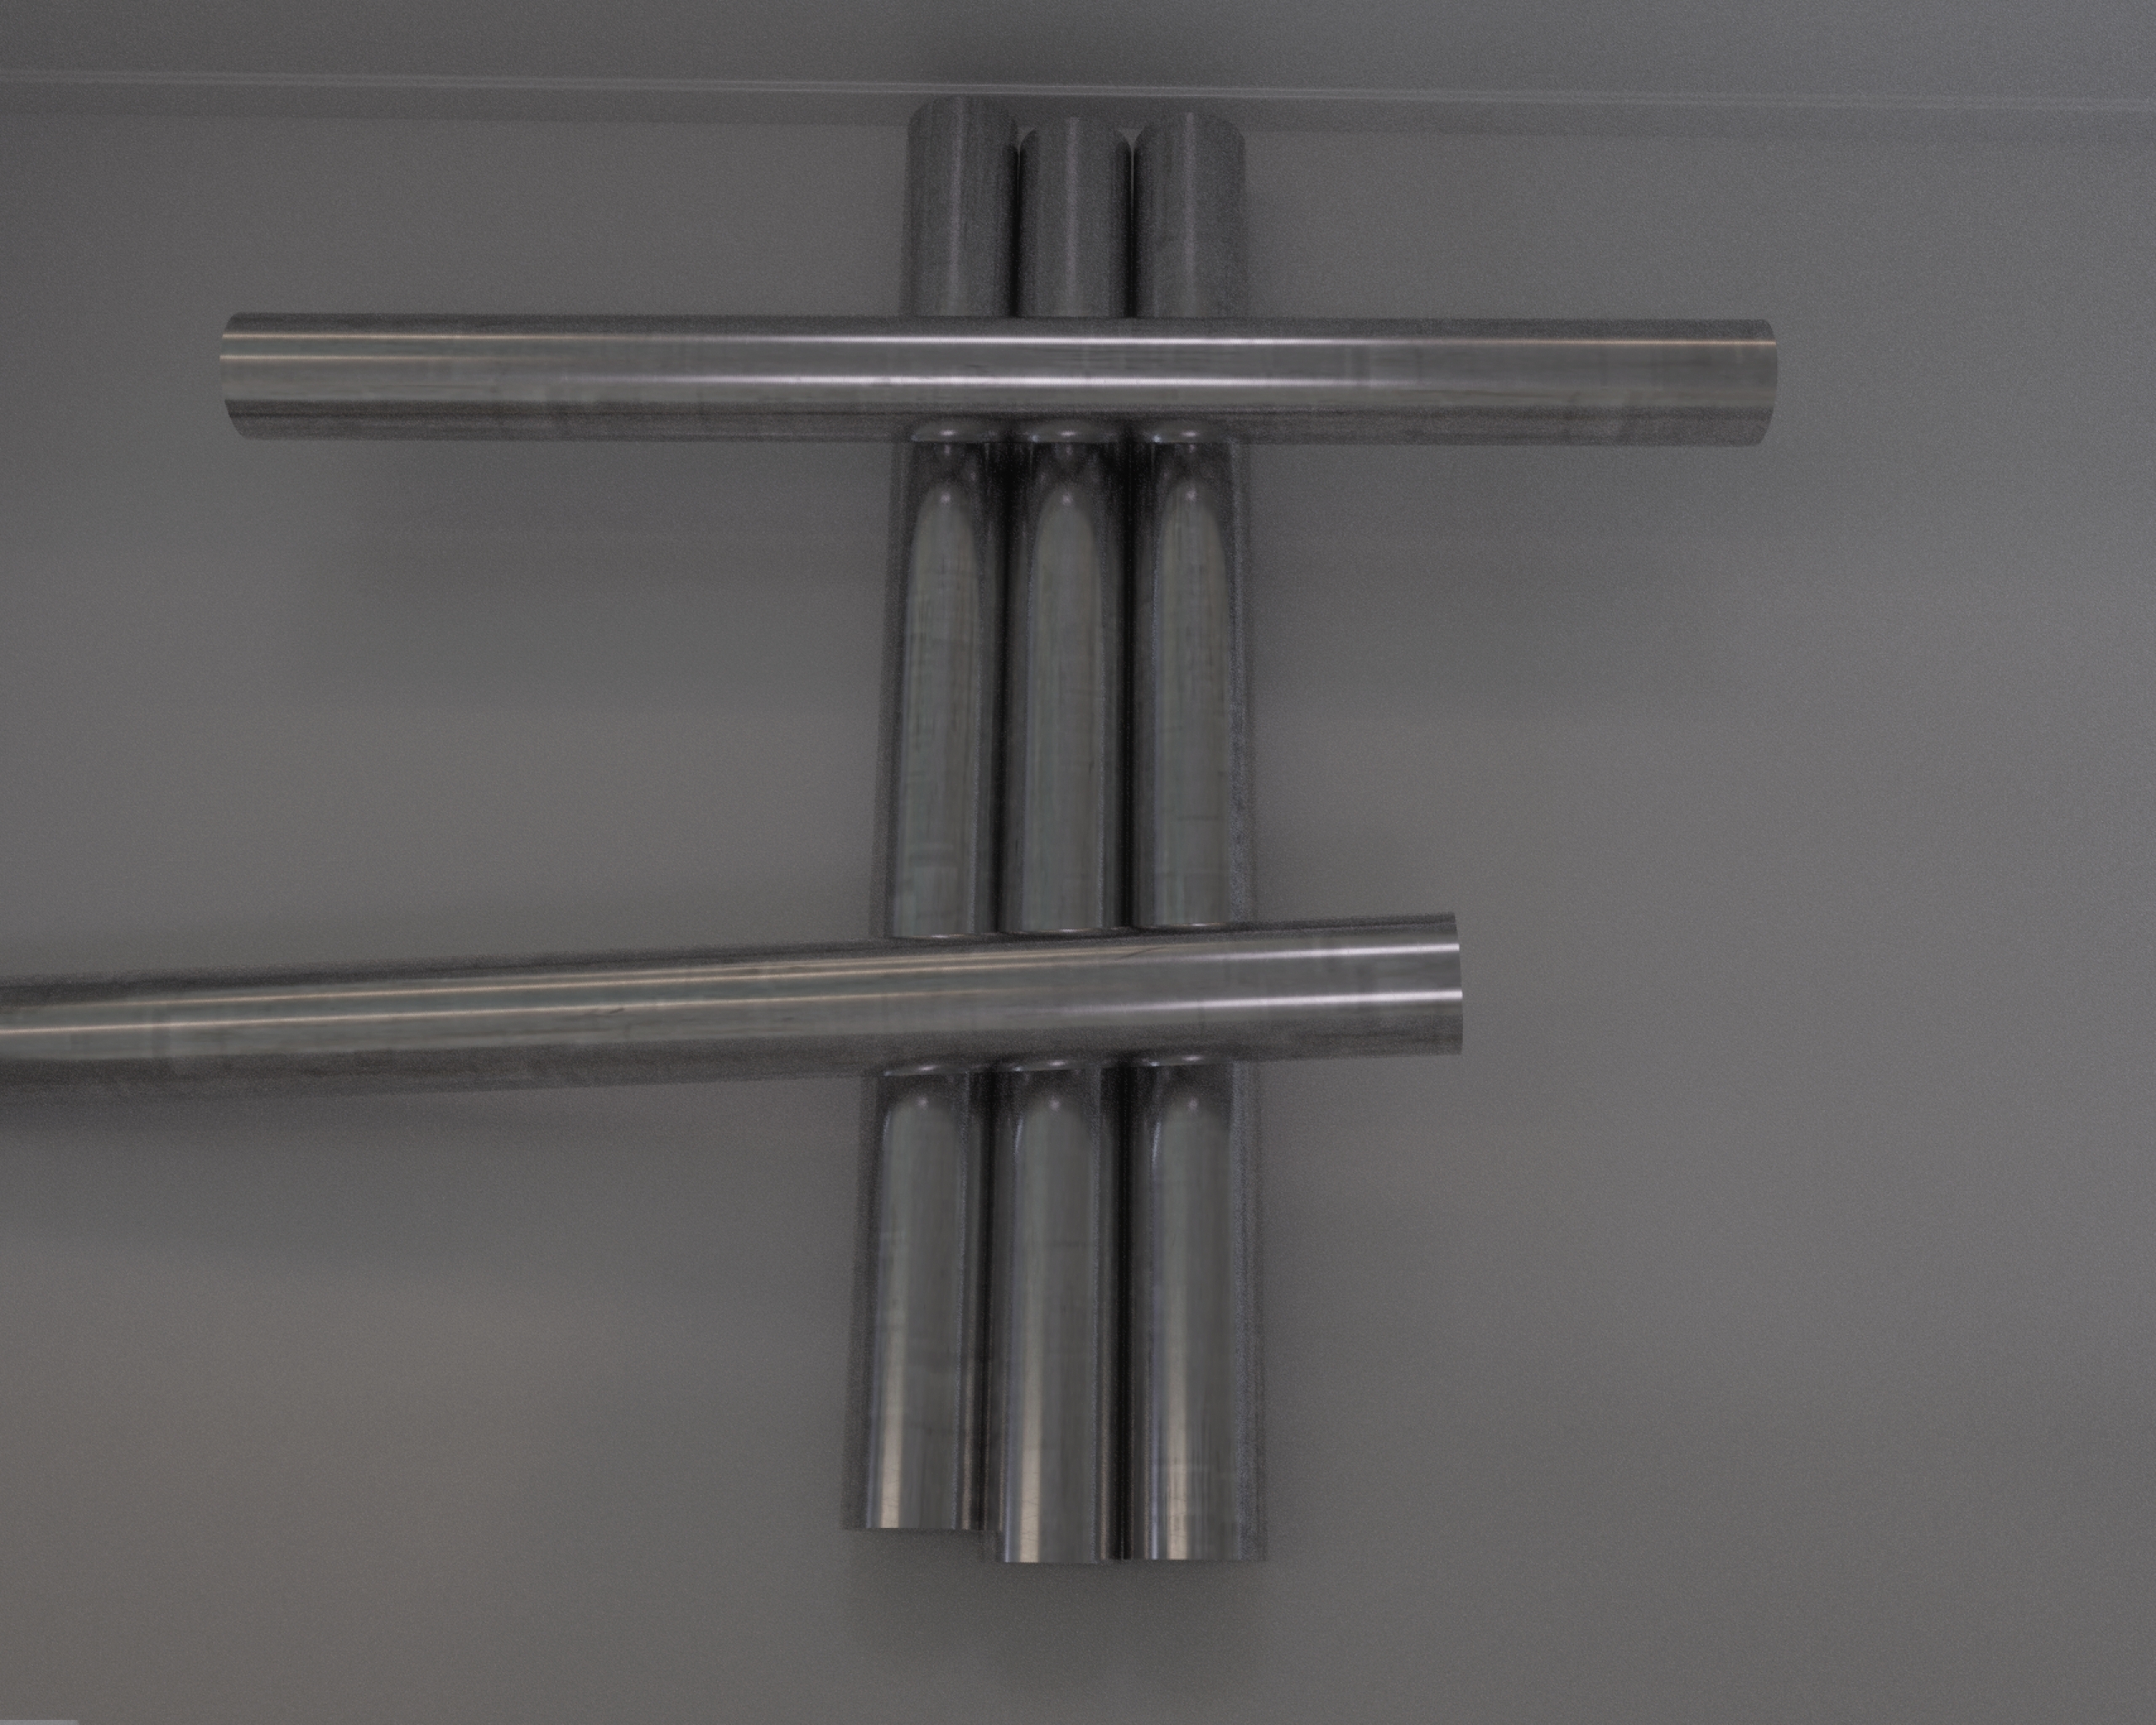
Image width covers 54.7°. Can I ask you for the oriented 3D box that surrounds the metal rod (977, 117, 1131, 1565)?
[{"bbox_3d":[-0.003,-0.018,0.415,0.025,0.025,0.299,1,70,0],"label":"metal rod"}]

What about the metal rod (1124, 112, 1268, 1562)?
[{"bbox_3d":[0.023,-0.019,0.415,0.025,0.025,0.299,1,70,0],"label":"metal rod"}]

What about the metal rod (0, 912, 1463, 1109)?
[{"bbox_3d":[-0.084,0.028,0.378,0.302,0.025,0.025,-3,70,6],"label":"metal rod"}]

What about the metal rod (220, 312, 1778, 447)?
[{"bbox_3d":[-0.015,-0.096,0.417,0.302,0.025,0.025,0,70,0],"label":"metal rod"}]

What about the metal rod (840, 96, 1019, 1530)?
[{"bbox_3d":[-0.027,-0.023,0.417,0.025,0.025,0.299,1,70,0],"label":"metal rod"}]
